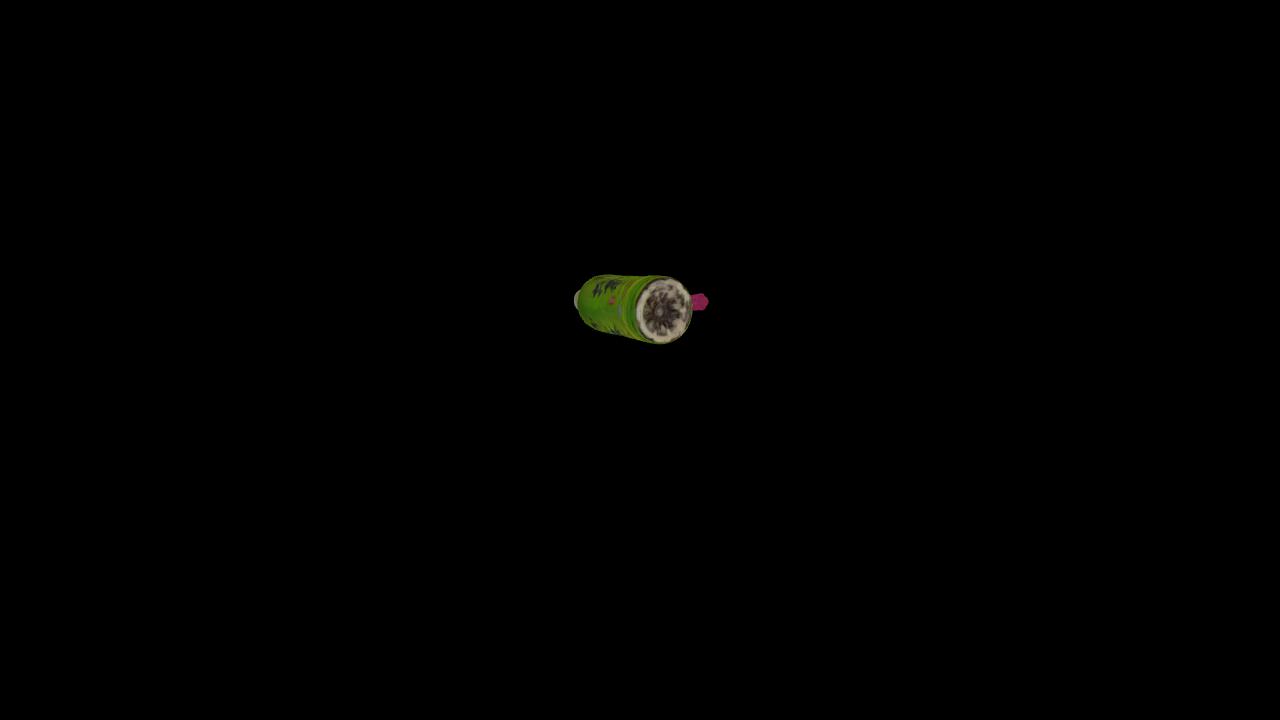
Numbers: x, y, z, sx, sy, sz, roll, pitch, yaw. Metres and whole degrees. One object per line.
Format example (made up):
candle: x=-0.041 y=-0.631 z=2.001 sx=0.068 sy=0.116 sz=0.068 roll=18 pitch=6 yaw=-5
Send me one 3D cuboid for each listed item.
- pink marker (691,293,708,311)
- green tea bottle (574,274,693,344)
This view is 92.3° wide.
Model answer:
pink marker: x=0.027 y=-0.062 z=0.709 sx=0.121 sy=0.020 sz=0.020 roll=-2 pitch=-2 yaw=41
green tea bottle: x=-0.022 y=-0.062 z=0.697 sx=0.073 sy=0.073 sz=0.212 roll=0 pitch=7 yaw=-26
